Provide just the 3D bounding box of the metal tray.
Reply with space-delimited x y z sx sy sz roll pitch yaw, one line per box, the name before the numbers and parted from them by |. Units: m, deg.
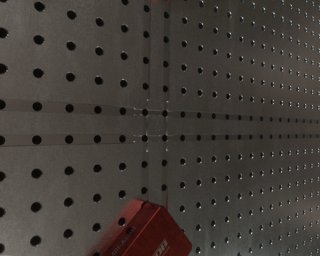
metal tray | -0.023 0.172 0.389 0.131 0.030 0.090 -47 118 -30
